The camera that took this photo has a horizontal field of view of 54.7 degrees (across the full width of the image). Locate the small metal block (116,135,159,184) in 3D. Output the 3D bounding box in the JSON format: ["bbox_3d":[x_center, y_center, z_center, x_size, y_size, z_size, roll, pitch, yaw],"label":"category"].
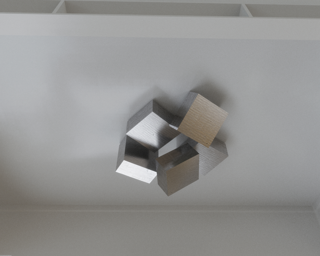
[{"bbox_3d":[-0.030,0.042,0.425,0.050,0.050,0.025,23,126,-19],"label":"small metal block"}]

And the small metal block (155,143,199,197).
[{"bbox_3d":[0.024,0.055,0.406,0.050,0.025,0.050,-25,134,-22],"label":"small metal block"}]

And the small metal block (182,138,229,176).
[{"bbox_3d":[0.059,0.035,0.437,0.050,0.025,0.050,28,124,-23],"label":"small metal block"}]

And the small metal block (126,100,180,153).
[{"bbox_3d":[-0.008,-0.001,0.405,0.050,0.025,0.050,36,121,-27],"label":"small metal block"}]

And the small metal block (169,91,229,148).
[{"bbox_3d":[0.048,-0.010,0.384,0.050,0.025,0.050,30,91,-24],"label":"small metal block"}]
